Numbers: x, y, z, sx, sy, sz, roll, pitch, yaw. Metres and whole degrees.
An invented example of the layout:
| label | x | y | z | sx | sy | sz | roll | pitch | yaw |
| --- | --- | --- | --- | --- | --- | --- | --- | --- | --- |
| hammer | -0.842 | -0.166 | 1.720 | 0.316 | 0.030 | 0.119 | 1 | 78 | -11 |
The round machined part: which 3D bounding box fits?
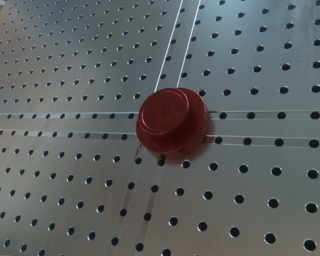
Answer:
| label | x | y | z | sx | sy | sz | roll | pitch | yaw |
| --- | --- | --- | --- | --- | --- | --- | --- | --- | --- |
| round machined part | 0.012 | -0.013 | 0.400 | 0.098 | 0.042 | 0.098 | -13 | 56 | 21 |
